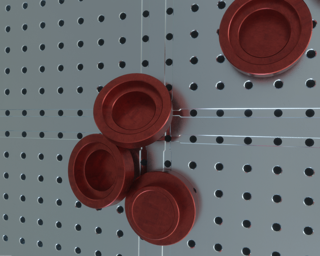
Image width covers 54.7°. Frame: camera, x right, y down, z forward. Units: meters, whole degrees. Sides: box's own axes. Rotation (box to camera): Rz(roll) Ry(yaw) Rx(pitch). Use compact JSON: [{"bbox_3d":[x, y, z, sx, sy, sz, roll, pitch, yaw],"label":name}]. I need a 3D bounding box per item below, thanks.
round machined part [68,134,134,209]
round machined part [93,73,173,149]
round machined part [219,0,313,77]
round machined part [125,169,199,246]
[{"bbox_3d":[-0.075,0.057,0.422,0.098,0.042,0.097,-2,85,30],"label":"round machined part"},{"bbox_3d":[-0.032,-0.019,0.401,0.099,0.042,0.098,-3,65,6],"label":"round machined part"},{"bbox_3d":[0.121,-0.108,0.361,0.098,0.042,0.097,0,90,19],"label":"round machined part"},{"bbox_3d":[-0.002,0.105,0.403,0.098,0.042,0.097,0,90,19],"label":"round machined part"}]
